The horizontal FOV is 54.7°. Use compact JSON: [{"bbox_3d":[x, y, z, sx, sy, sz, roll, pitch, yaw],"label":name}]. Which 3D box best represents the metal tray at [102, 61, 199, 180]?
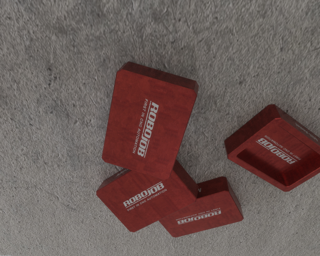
[{"bbox_3d":[-0.015,-0.005,0.375,0.090,0.030,0.129,17,121,1],"label":"metal tray"}]

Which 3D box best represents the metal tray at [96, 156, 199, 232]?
[{"bbox_3d":[-0.020,0.094,0.464,0.130,0.030,0.090,-33,103,25],"label":"metal tray"}]

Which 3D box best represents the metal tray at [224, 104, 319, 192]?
[{"bbox_3d":[0.167,0.033,0.433,0.131,0.030,0.090,30,124,-23],"label":"metal tray"}]

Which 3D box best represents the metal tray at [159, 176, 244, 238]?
[{"bbox_3d":[0.063,0.136,0.520,0.130,0.030,0.090,-20,128,16],"label":"metal tray"}]
